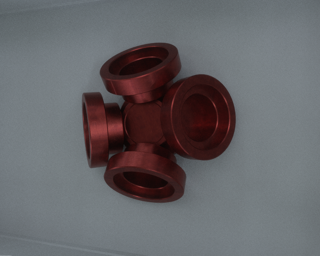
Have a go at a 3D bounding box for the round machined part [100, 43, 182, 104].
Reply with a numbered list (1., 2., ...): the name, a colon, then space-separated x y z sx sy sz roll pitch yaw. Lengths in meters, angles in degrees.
1. round machined part: -0.021 -0.066 0.386 0.098 0.098 0.042 -4 127 19

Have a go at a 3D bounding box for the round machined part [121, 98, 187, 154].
1. round machined part: -0.011 -0.006 0.402 0.098 0.042 0.097 0 90 19

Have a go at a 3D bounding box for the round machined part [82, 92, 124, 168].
1. round machined part: -0.075 0.002 0.405 0.042 0.098 0.097 -5 88 -18

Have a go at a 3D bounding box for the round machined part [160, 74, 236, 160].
1. round machined part: 0.040 -0.012 0.366 0.042 0.099 0.097 -4 89 55

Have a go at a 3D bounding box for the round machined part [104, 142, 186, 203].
1. round machined part: -0.016 0.054 0.384 0.098 0.098 0.042 -1 54 19
